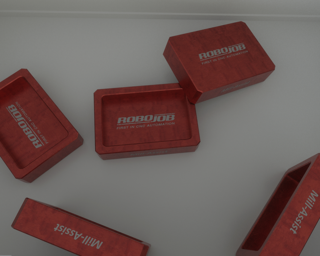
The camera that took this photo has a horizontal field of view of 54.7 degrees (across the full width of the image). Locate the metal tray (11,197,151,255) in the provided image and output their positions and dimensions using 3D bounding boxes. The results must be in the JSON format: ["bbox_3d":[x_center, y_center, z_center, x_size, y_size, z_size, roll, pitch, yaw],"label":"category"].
[{"bbox_3d":[-0.077,0.116,0.331,0.131,0.090,0.030,19,71,6],"label":"metal tray"}]

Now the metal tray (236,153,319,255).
[{"bbox_3d":[0.140,0.096,0.341,0.030,0.090,0.130,35,74,11],"label":"metal tray"}]

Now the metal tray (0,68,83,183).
[{"bbox_3d":[-0.176,-0.005,0.406,0.090,0.030,0.130,-38,75,-13],"label":"metal tray"}]

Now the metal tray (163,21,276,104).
[{"bbox_3d":[0.081,-0.093,0.425,0.131,0.030,0.090,-19,71,-23],"label":"metal tray"}]

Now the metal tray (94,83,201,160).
[{"bbox_3d":[-0.018,-0.010,0.410,0.131,0.030,0.090,-5,70,-3],"label":"metal tray"}]
